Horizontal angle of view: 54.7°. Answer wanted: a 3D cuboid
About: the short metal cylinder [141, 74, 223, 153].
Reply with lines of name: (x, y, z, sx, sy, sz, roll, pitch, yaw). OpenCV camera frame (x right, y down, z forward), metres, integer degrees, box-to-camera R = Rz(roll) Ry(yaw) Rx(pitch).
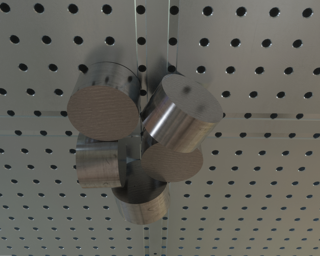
short metal cylinder: (0.025, -0.018, 0.361, 0.080, 0.080, 0.050, 22, 126, -18)

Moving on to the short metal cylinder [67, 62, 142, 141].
short metal cylinder: (-0.064, -0.031, 0.368, 0.080, 0.050, 0.079, 0, 131, 1)

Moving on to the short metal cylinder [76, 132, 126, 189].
short metal cylinder: (-0.075, 0.039, 0.409, 0.050, 0.080, 0.079, -2, 130, 1)

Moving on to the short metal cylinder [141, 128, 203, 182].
short metal cylinder: (0.016, 0.029, 0.420, 0.081, 0.050, 0.079, -1, 131, 0)

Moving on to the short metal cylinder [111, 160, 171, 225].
short metal cylinder: (-0.026, 0.093, 0.453, 0.080, 0.080, 0.050, -5, 130, 4)
